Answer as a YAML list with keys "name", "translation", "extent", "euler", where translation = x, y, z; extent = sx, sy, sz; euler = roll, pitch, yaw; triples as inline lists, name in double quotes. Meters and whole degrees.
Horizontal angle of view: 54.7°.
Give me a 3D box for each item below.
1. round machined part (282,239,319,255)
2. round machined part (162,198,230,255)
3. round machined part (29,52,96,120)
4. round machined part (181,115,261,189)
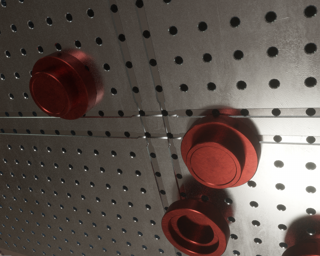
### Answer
- name: "round machined part"
  translation: [0.210, 0.185, 0.404]
  extent: [0.098, 0.042, 0.097]
  euler: [13, 124, 20]
- name: "round machined part"
  translation: [0.055, 0.143, 0.458]
  extent: [0.098, 0.042, 0.097]
  euler: [13, 124, 20]
- name: "round machined part"
  translation: [-0.144, -0.054, 0.441]
  extent: [0.098, 0.042, 0.097]
  euler: [13, 124, 20]
- name: "round machined part"
  translation: [0.071, 0.036, 0.384]
  extent: [0.098, 0.042, 0.097]
  euler: [13, 124, 20]
